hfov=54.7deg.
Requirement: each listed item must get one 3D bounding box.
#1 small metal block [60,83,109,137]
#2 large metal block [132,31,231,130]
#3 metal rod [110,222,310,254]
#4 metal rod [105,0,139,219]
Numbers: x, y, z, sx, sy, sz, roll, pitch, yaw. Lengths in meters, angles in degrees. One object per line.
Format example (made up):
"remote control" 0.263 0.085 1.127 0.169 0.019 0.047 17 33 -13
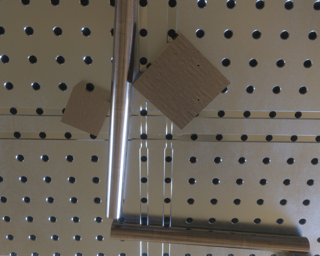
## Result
"small metal block" -0.094 -0.024 0.404 0.050 0.025 0.050 23 109 -8
"large metal block" 0.024 -0.059 0.378 0.080 0.050 0.080 42 105 -14
"metal rod" 0.077 0.169 0.476 0.302 0.025 0.025 5 110 -2
"metal rod" -0.052 -0.006 0.394 0.025 0.025 0.298 6 116 -2
